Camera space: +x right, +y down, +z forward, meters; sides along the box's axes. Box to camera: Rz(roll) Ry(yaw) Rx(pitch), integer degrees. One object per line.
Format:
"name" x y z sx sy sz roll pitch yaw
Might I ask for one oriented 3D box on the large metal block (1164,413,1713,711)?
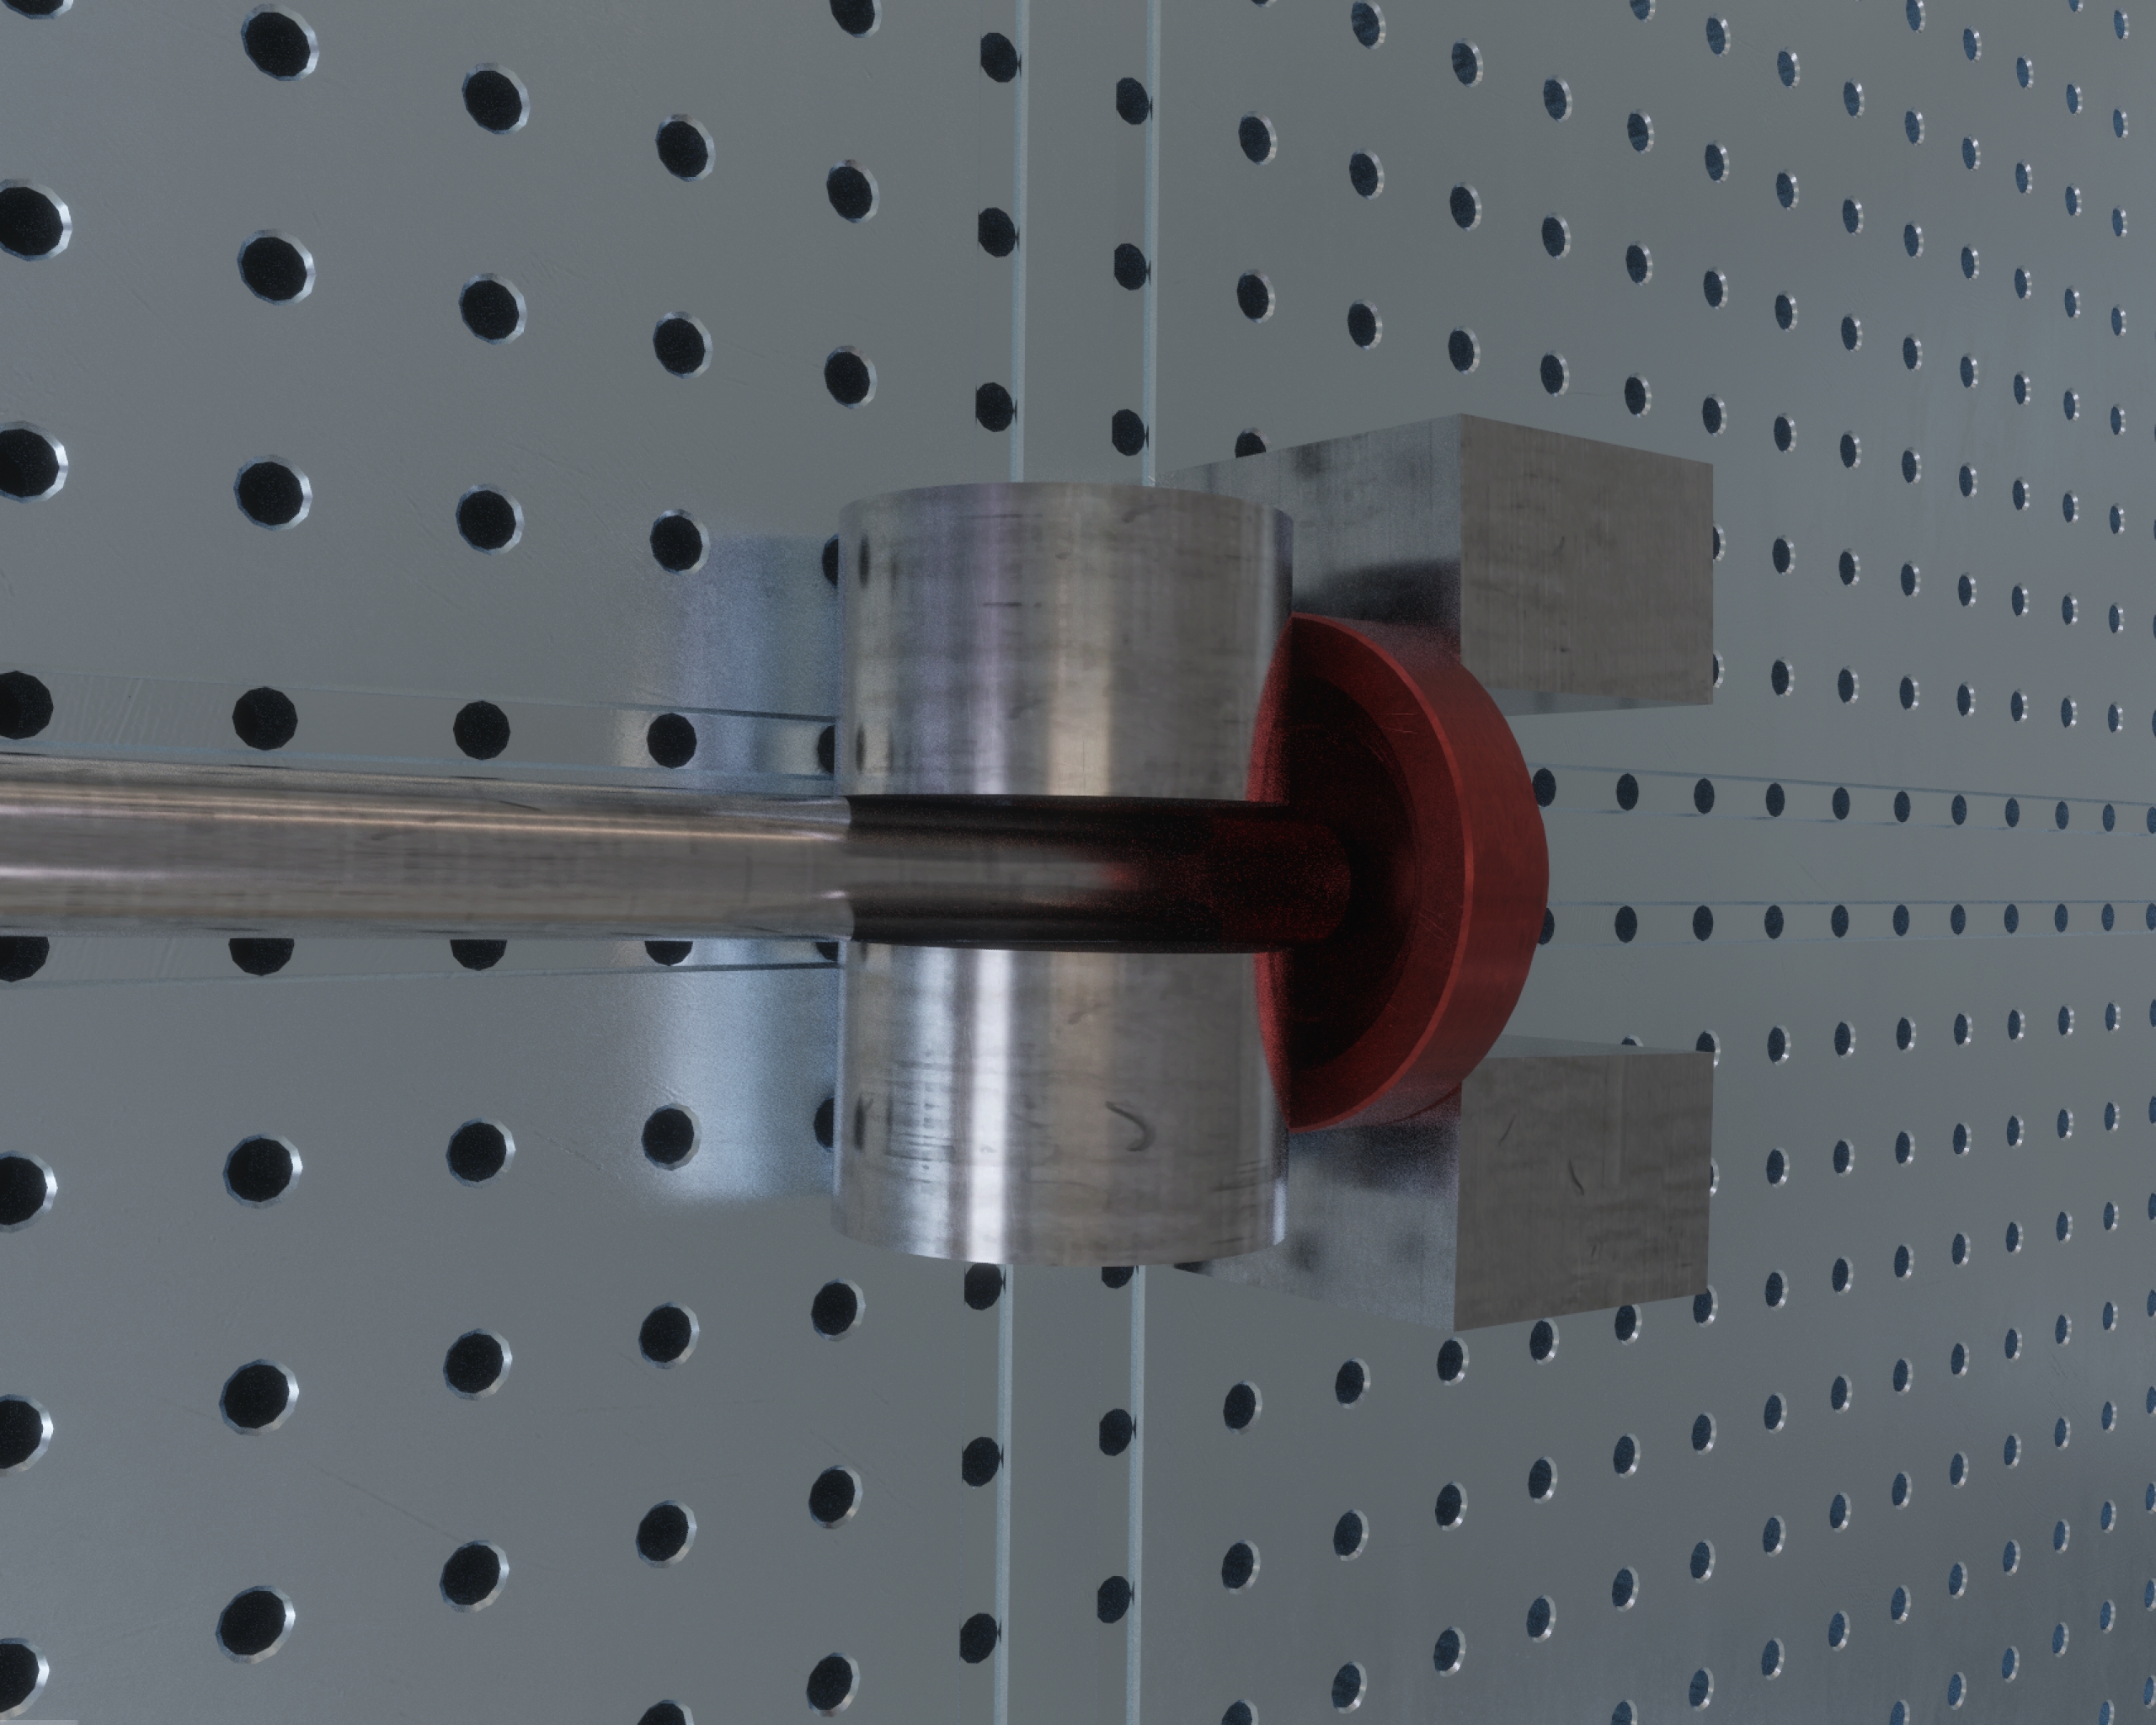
"large metal block" 0.075 -0.058 0.437 0.081 0.080 0.050 0 91 -40

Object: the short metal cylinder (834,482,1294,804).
"short metal cylinder" -0.002 -0.036 0.371 0.081 0.080 0.050 1 90 -40

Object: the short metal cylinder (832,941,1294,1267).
"short metal cylinder" -0.003 0.039 0.370 0.081 0.080 0.050 2 90 -40

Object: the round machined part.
"round machined part" 0.051 0.002 0.404 0.042 0.098 0.097 1 90 -40

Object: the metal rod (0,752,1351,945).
"metal rod" -0.076 0.000 0.330 0.302 0.025 0.025 2 89 -36

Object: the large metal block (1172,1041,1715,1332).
"large metal block" 0.074 0.062 0.437 0.081 0.080 0.050 3 88 -40
